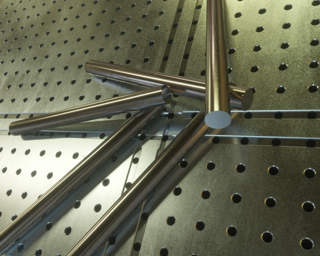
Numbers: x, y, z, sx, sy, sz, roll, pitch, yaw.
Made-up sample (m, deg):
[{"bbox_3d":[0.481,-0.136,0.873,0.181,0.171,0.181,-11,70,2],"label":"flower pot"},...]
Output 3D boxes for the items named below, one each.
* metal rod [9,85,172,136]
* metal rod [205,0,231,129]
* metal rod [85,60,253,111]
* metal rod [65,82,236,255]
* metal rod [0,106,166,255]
[{"bbox_3d":[-0.121,-0.020,0.463,0.300,0.025,0.025,-10,58,29],"label":"metal rod"},{"bbox_3d":[0.072,-0.116,0.398,0.025,0.025,0.300,-12,43,21],"label":"metal rod"},{"bbox_3d":[-0.012,-0.068,0.435,0.300,0.025,0.025,19,72,41],"label":"metal rod"},{"bbox_3d":[-0.009,0.059,0.375,0.300,0.025,0.025,-47,52,-5],"label":"metal rod"},{"bbox_3d":[-0.112,0.065,0.425,0.300,0.025,0.025,-42,51,-1],"label":"metal rod"}]
